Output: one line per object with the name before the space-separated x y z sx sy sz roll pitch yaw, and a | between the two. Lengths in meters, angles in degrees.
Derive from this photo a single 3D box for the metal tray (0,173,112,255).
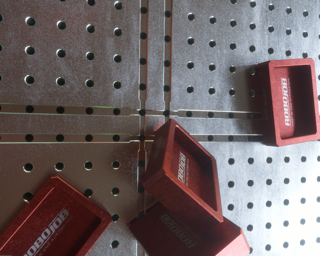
metal tray | -0.132 0.130 0.361 0.090 0.030 0.130 42 76 -16

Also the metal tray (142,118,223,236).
metal tray | 0.030 0.051 0.372 0.090 0.130 0.030 43 113 -14

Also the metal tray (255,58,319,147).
metal tray | 0.202 -0.041 0.486 0.091 0.030 0.129 -8 93 -20

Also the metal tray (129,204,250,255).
metal tray | 0.028 0.129 0.367 0.090 0.130 0.030 -33 112 -17
